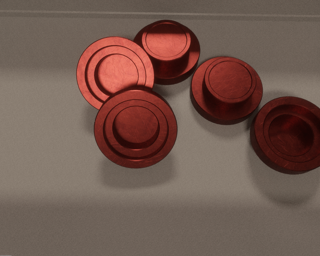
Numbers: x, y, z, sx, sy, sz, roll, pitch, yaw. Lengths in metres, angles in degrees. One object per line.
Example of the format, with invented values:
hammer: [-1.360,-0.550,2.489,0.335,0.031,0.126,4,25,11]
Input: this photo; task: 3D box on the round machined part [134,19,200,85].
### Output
round machined part: [0.009,-0.114,0.443,0.099,0.042,0.098,0,70,-1]

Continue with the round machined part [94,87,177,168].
round machined part: [-0.030,-0.003,0.385,0.099,0.042,0.097,-1,107,-4]

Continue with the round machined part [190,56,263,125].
round machined part: [0.092,-0.056,0.422,0.099,0.042,0.098,0,70,-1]

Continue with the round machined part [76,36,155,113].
round machined part: [-0.056,-0.070,0.410,0.099,0.042,0.097,0,103,-2]

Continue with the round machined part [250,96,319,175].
round machined part: [0.165,0.012,0.398,0.099,0.042,0.098,0,70,-1]
